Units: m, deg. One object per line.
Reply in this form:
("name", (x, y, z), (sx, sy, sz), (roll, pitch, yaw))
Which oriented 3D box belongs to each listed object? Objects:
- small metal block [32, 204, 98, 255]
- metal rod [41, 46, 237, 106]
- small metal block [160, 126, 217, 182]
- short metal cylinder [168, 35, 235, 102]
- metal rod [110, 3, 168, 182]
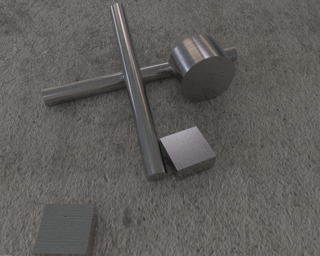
("small metal block", (-0.093, 0.106, 0.314), (0.050, 0.025, 0.050), (1, 50, 0))
("metal rod", (-0.022, -0.082, 0.471), (0.302, 0.025, 0.025), (-16, 52, -13))
("small metal block", (0.033, 0.031, 0.378), (0.050, 0.025, 0.050), (-18, 53, -15))
("short metal cylinder", (0.058, -0.083, 0.438), (0.081, 0.080, 0.050), (-14, 52, -12))
("metal rod", (-0.037, -0.068, 0.431), (0.025, 0.025, 0.299), (-10, 59, -8))
